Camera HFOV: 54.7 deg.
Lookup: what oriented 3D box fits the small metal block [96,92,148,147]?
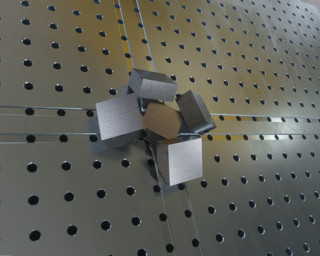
[{"bbox_3d":[-0.046,-0.010,0.375,0.050,0.025,0.050,-16,65,2],"label":"small metal block"}]

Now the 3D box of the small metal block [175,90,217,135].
[{"bbox_3d":[0.051,-0.020,0.435,0.050,0.025,0.050,19,44,-62],"label":"small metal block"}]

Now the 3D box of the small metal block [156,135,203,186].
[{"bbox_3d":[0.025,0.039,0.383,0.050,0.025,0.050,-10,102,-33],"label":"small metal block"}]

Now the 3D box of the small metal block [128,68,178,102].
[{"bbox_3d":[-0.010,-0.059,0.424,0.050,0.025,0.050,6,23,-25],"label":"small metal block"}]

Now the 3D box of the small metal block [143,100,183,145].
[{"bbox_3d":[-0.001,-0.005,0.412,0.050,0.025,0.050,28,52,-11],"label":"small metal block"}]
